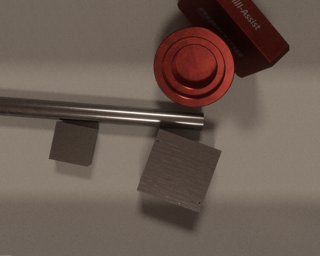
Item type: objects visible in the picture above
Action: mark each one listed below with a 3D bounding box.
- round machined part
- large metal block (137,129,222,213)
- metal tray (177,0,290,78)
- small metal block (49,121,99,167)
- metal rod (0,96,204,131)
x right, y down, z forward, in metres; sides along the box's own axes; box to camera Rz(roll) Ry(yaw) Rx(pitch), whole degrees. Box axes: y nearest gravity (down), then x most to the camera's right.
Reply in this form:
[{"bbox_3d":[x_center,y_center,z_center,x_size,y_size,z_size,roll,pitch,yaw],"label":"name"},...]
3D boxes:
[{"bbox_3d":[0.045,-0.079,0.391,0.098,0.042,0.097,6,115,13],"label":"round machined part"},{"bbox_3d":[0.023,0.051,0.399,0.080,0.050,0.080,20,90,-1],"label":"large metal block"},{"bbox_3d":[0.083,-0.124,0.372,0.030,0.090,0.130,-44,96,-6],"label":"metal tray"},{"bbox_3d":[-0.113,0.020,0.410,0.050,0.025,0.050,12,90,-1],"label":"small metal block"},{"bbox_3d":[-0.094,-0.020,0.410,0.302,0.025,0.025,4,90,-1],"label":"metal rod"}]
